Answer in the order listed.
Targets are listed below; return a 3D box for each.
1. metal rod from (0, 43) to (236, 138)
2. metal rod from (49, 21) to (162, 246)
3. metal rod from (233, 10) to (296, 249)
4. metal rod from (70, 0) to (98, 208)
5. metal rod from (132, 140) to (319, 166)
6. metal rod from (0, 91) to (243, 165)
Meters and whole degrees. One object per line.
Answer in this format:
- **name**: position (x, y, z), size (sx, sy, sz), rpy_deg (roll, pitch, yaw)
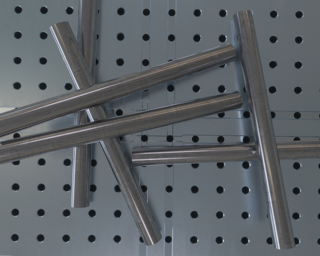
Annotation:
- **metal rod**: position (-0.042, -0.051, 0.375), size (0.302, 0.025, 0.025), rpy_deg (-20, 90, -15)
- **metal rod**: position (-0.066, 0.012, 0.396), size (0.025, 0.025, 0.299), rpy_deg (-23, 97, 0)
- **metal rod**: position (0.130, -0.005, 0.393), size (0.025, 0.025, 0.299), rpy_deg (-8, 82, 0)
- **metal rod**: position (-0.100, -0.046, 0.412), size (0.025, 0.025, 0.298), rpy_deg (2, 90, 0)
- **metal rod**: position (0.115, 0.032, 0.414), size (0.302, 0.025, 0.025), rpy_deg (-2, 90, 0)
- **metal rod**: position (-0.038, -0.005, 0.376), size (0.302, 0.025, 0.025), rpy_deg (-13, 90, -15)
